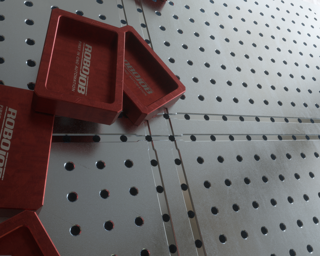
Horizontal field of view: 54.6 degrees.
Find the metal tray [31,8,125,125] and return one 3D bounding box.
[{"bbox_3d":[-0.090,-0.073,0.361,0.091,0.030,0.130,12,57,-22],"label":"metal tray"}]

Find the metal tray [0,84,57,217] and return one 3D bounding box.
[{"bbox_3d":[-0.158,0.019,0.308,0.091,0.030,0.130,10,57,-23],"label":"metal tray"}]

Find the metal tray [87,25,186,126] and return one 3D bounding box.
[{"bbox_3d":[-0.037,-0.077,0.431,0.091,0.030,0.130,-35,81,-38],"label":"metal tray"}]

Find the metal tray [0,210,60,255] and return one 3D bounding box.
[{"bbox_3d":[-0.105,0.139,0.224,0.091,0.030,0.130,-27,76,-37],"label":"metal tray"}]
